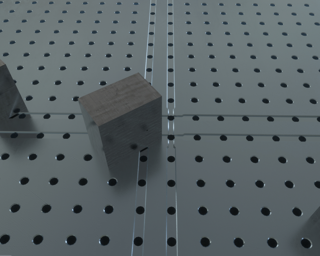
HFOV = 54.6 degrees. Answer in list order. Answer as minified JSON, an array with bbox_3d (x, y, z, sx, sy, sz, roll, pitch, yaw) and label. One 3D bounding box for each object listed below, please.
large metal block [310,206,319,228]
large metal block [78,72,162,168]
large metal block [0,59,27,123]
[{"bbox_3d":[0.213,0.077,0.309,0.081,0.080,0.050,-20,53,-16],"label":"large metal block"},{"bbox_3d":[-0.045,-0.009,0.380,0.080,0.080,0.050,-28,55,-21],"label":"large metal block"},{"bbox_3d":[-0.239,-0.062,0.424,0.080,0.080,0.050,37,59,27],"label":"large metal block"}]
